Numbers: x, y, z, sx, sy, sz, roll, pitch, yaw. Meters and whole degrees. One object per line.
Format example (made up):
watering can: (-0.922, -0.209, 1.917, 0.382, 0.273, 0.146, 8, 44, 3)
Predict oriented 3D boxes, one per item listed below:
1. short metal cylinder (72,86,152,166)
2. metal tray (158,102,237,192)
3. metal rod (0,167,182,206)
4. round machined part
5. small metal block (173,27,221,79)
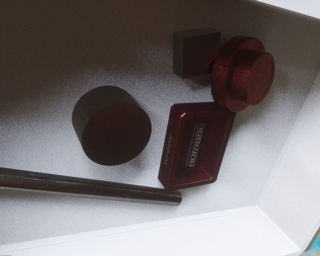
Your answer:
short metal cylinder: (-0.057, -0.003, 0.361, 0.081, 0.050, 0.079, -14, 125, -21)
metal tray: (0.052, 0.027, 0.452, 0.091, 0.030, 0.129, -5, 121, -26)
metal rod: (-0.093, 0.080, 0.408, 0.302, 0.025, 0.025, 15, 110, -35)
round machined part: (0.113, -0.067, 0.401, 0.099, 0.042, 0.097, -23, 125, -39)
small metal block: (0.044, -0.092, 0.378, 0.050, 0.025, 0.050, -15, 125, -21)
